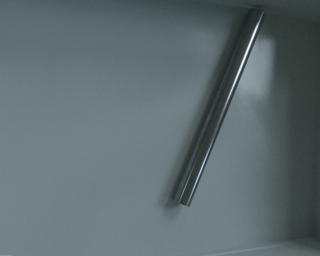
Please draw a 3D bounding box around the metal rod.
[{"bbox_3d":[0.087,-0.034,0.441,0.025,0.025,0.299,26,81,-18],"label":"metal rod"}]
